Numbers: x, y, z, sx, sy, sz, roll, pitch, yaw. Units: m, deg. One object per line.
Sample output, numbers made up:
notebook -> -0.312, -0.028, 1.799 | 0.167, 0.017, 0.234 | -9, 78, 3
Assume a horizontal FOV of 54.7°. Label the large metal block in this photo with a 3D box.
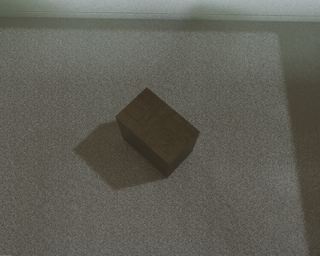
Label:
large metal block -> -0.003, 0.009, 0.377 | 0.080, 0.080, 0.050 | 41, 75, 13
